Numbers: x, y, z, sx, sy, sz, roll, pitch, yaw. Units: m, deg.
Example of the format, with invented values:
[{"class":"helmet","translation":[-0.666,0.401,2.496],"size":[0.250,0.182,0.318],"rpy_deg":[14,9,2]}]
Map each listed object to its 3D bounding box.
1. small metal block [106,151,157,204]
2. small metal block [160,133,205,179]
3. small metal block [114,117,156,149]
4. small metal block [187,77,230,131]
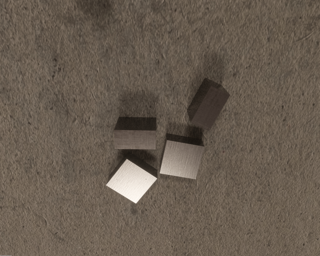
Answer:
[{"class":"small metal block","translation":[-0.039,0.069,0.435],"size":[0.050,0.025,0.050],"rpy_deg":[35,106,-12]},{"class":"small metal block","translation":[0.029,0.039,0.425],"size":[0.050,0.025,0.050],"rpy_deg":[10,110,-4]},{"class":"small metal block","translation":[-0.030,0.006,0.398],"size":[0.050,0.050,0.025],"rpy_deg":[1,110,-1]},{"class":"small metal block","translation":[0.059,-0.031,0.386],"size":[0.025,0.050,0.050],"rpy_deg":[25,108,-9]}]
